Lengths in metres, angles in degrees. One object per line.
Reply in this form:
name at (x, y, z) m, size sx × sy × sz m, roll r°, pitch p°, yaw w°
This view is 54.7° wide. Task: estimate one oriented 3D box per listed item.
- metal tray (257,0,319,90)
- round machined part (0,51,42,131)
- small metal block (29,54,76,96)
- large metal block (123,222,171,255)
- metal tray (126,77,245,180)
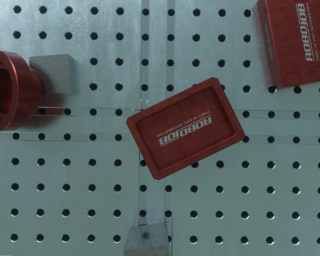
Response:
metal tray at (0.189, -0.123, 0.412) m, size 0.091 × 0.030 × 0.129 m, roll -11°, pitch 90°, yaw 0°
round machined part at (-0.187, -0.045, 0.389) m, size 0.098 × 0.042 × 0.097 m, roll 2°, pitch 94°, yaw 33°
small metal block at (-0.142, -0.069, 0.412) m, size 0.050 × 0.025 × 0.050 m, roll -5°, pitch 90°, yaw 0°
large metal block at (-0.011, 0.173, 0.386) m, size 0.050 × 0.080 × 0.080 m, roll -7°, pitch 90°, yaw 0°
metal tray at (0.033, 0.001, 0.410) m, size 0.131 × 0.030 × 0.090 m, roll -26°, pitch 90°, yaw 0°
